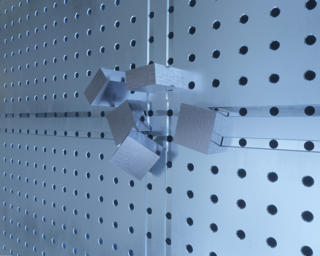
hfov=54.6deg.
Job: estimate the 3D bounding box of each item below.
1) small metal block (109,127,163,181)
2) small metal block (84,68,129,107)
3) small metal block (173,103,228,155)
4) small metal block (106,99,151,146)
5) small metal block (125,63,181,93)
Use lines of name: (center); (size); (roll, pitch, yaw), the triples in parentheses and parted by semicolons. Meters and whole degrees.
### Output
small metal block: (-0.032, 0.036, 0.420); (0.050, 0.025, 0.050); (34, 117, -7)
small metal block: (-0.075, -0.058, 0.457); (0.050, 0.050, 0.025); (-48, 61, 29)
small metal block: (0.048, 0.000, 0.371); (0.050, 0.025, 0.050); (19, 102, 38)
small metal block: (-0.046, -0.007, 0.449); (0.050, 0.025, 0.050); (-33, 70, 35)
small metal block: (-0.009, -0.063, 0.401); (0.050, 0.050, 0.025); (-6, 87, 40)
